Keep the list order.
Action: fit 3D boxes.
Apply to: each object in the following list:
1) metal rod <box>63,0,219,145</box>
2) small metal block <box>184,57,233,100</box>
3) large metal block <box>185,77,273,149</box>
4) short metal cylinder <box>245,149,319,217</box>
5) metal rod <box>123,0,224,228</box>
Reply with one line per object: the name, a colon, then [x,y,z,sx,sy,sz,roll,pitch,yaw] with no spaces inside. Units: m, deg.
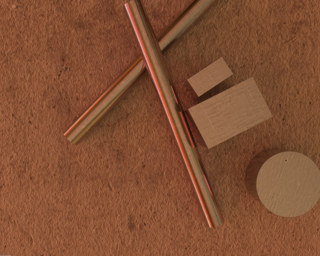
metal rod: [-0.014,-0.093,0.409,0.025,0.025,0.300,44,90,-1]
small metal block: [0.061,-0.062,0.398,0.050,0.050,0.025,-34,90,0]
large metal block: [0.078,-0.017,0.384,0.080,0.080,0.050,-27,90,0]
short metal cylinder: [0.157,0.068,0.400,0.081,0.050,0.079,0,90,-1]
metal rod: [0.020,-0.013,0.394,0.025,0.025,0.298,-21,97,0]
